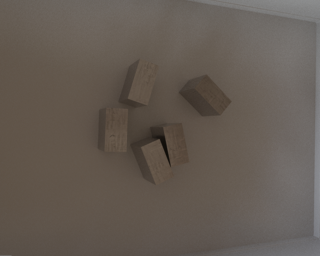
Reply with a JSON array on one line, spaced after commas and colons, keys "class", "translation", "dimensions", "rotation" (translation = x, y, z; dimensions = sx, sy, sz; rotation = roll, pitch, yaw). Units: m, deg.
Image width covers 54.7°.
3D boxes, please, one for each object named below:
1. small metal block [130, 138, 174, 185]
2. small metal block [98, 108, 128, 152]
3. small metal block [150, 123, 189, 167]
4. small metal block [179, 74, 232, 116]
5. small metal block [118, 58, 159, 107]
[{"class": "small metal block", "translation": [-0.011, 0.041, 0.393], "dimensions": [0.025, 0.050, 0.050], "rotation": [-24, 98, -18]}, {"class": "small metal block", "translation": [-0.058, 0.002, 0.376], "dimensions": [0.025, 0.050, 0.050], "rotation": [2, 89, -20]}, {"class": "small metal block", "translation": [0.012, 0.021, 0.401], "dimensions": [0.025, 0.050, 0.050], "rotation": [-13, 95, -20]}, {"class": "small metal block", "translation": [0.060, -0.042, 0.419], "dimensions": [0.050, 0.050, 0.025], "rotation": [44, 77, -15]}, {"class": "small metal block", "translation": [-0.028, -0.054, 0.387], "dimensions": [0.025, 0.050, 0.050], "rotation": [18, 84, -19]}]
